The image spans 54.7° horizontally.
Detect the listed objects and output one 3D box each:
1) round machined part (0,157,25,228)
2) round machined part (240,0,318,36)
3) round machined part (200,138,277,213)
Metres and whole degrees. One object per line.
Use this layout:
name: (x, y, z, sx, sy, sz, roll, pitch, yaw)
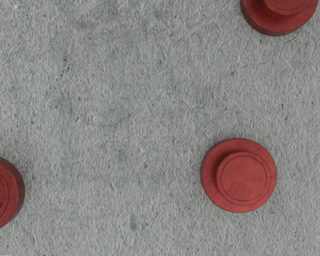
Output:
round machined part: (-0.223, 0.083, 0.400, 0.099, 0.042, 0.097, 0, 90, 0)
round machined part: (0.158, -0.174, 0.402, 0.099, 0.042, 0.097, 0, 90, 0)
round machined part: (0.104, 0.062, 0.402, 0.099, 0.042, 0.097, 0, 90, 0)
